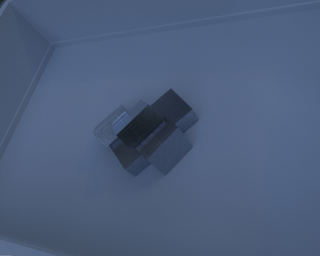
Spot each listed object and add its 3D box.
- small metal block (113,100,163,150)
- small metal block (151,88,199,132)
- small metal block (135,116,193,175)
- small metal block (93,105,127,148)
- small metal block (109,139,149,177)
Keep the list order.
[{"bbox_3d":[-0.028,-0.005,0.373,0.050,0.025,0.050,-44,18,-3],"label":"small metal block"},{"bbox_3d":[0.013,-0.016,0.405,0.050,0.025,0.050,-41,51,0],"label":"small metal block"},{"bbox_3d":[0.006,0.022,0.370,0.050,0.050,0.025,-46,51,-4],"label":"small metal block"},{"bbox_3d":[-0.062,-0.004,0.422,0.050,0.025,0.050,-41,13,0],"label":"small metal block"},{"bbox_3d":[-0.032,0.026,0.403,0.050,0.025,0.050,-41,51,0],"label":"small metal block"}]
